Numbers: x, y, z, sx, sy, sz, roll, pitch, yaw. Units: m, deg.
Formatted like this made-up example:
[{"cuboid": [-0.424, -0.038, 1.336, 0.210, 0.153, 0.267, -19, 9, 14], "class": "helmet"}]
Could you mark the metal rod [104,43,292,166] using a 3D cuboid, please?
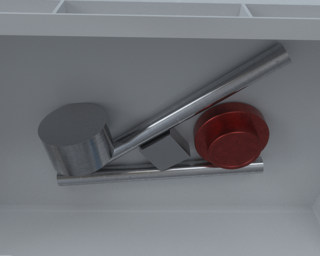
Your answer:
[{"cuboid": [0.017, -0.015, 0.395, 0.300, 0.025, 0.025, -29, 125, 22], "class": "metal rod"}]

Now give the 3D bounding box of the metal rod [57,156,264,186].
[{"cuboid": [-0.001, 0.065, 0.462, 0.302, 0.025, 0.025, -4, 130, 3], "class": "metal rod"}]

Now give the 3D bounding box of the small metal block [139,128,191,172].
[{"cuboid": [0.007, 0.028, 0.430, 0.050, 0.025, 0.050, -29, 125, 22], "class": "small metal block"}]

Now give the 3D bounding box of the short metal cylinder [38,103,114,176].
[{"cuboid": [-0.101, 0.013, 0.381, 0.080, 0.080, 0.050, -4, 130, 3], "class": "short metal cylinder"}]

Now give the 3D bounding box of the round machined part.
[{"cuboid": [0.095, 0.017, 0.410, 0.099, 0.042, 0.097, -1, 130, 0], "class": "round machined part"}]
